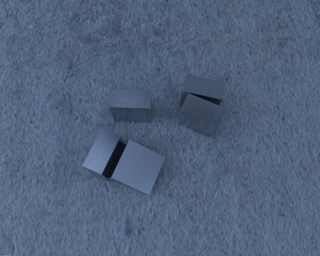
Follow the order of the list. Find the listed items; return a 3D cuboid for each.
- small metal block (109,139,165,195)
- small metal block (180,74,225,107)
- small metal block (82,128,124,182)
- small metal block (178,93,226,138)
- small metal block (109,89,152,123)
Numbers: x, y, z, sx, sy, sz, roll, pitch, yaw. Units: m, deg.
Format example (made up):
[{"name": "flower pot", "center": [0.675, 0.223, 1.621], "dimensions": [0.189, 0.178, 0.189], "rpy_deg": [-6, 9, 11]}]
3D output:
[{"name": "small metal block", "center": [-0.029, 0.049, 0.382], "dimensions": [0.050, 0.025, 0.050], "rpy_deg": [28, 71, -12]}, {"name": "small metal block", "center": [0.055, -0.044, 0.411], "dimensions": [0.050, 0.050, 0.025], "rpy_deg": [13, 71, 4]}, {"name": "small metal block", "center": [-0.067, 0.035, 0.381], "dimensions": [0.025, 0.050, 0.050], "rpy_deg": [21, 71, 9]}, {"name": "small metal block", "center": [0.053, -0.015, 0.401], "dimensions": [0.050, 0.050, 0.025], "rpy_deg": [23, 72, 8]}, {"name": "small metal block", "center": [-0.036, -0.028, 0.405], "dimensions": [0.050, 0.050, 0.025], "rpy_deg": [2, 70, 0]}]
